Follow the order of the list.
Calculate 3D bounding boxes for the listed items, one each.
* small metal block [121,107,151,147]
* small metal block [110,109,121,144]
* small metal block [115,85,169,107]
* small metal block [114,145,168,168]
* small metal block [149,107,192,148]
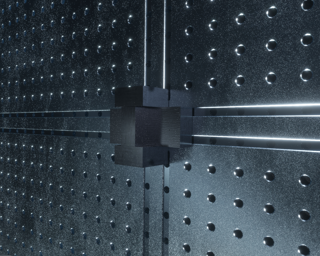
[{"bbox_3d":[-0.024,-0.002,0.410,0.025,0.050,0.050,1,91,40],"label":"small metal block"},{"bbox_3d":[-0.045,-0.002,0.444,0.050,0.025,0.050,1,91,39],"label":"small metal block"},{"bbox_3d":[-0.024,-0.040,0.410,0.050,0.050,0.025,1,91,39],"label":"small metal block"},{"bbox_3d":[-0.024,0.035,0.411,0.050,0.050,0.025,1,91,39],"label":"small metal block"},{"bbox_3d":[0.013,-0.002,0.396,0.050,0.025,0.050,2,91,39],"label":"small metal block"}]
